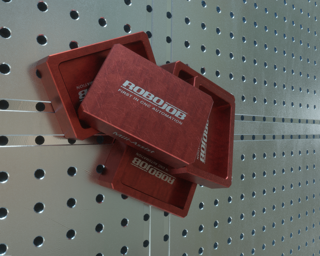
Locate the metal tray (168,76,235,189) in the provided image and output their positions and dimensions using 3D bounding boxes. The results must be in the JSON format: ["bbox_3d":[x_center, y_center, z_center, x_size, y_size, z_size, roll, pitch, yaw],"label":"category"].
[{"bbox_3d":[0.060,0.008,0.414,0.090,0.030,0.130,25,63,-37],"label":"metal tray"}]

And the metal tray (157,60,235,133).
[{"bbox_3d":[0.050,-0.027,0.445,0.131,0.030,0.090,24,75,-36],"label":"metal tray"}]

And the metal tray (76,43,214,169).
[{"bbox_3d":[-0.012,-0.023,0.342,0.131,0.030,0.090,28,63,-13],"label":"metal tray"}]

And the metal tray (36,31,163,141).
[{"bbox_3d":[-0.059,-0.051,0.355,0.131,0.030,0.090,-28,107,-36],"label":"metal tray"}]

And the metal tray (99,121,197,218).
[{"bbox_3d":[-0.004,0.054,0.402,0.130,0.030,0.090,33,70,-35],"label":"metal tray"}]
